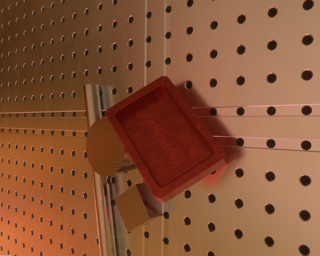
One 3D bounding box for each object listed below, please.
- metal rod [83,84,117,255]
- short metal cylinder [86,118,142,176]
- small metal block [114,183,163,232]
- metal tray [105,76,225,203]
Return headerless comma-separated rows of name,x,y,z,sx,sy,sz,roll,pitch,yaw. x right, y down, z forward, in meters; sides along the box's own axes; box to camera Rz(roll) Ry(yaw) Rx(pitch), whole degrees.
metal rod,-0.092,0.080,0.482,0.025,0.025,0.298,-12,83,39
short metal cylinder,-0.060,0.026,0.440,0.080,0.050,0.079,0,90,39
small metal block,-0.031,0.110,0.433,0.050,0.025,0.050,-39,67,33
metal tray,0.004,0.010,0.370,0.090,0.030,0.130,-32,65,-4
